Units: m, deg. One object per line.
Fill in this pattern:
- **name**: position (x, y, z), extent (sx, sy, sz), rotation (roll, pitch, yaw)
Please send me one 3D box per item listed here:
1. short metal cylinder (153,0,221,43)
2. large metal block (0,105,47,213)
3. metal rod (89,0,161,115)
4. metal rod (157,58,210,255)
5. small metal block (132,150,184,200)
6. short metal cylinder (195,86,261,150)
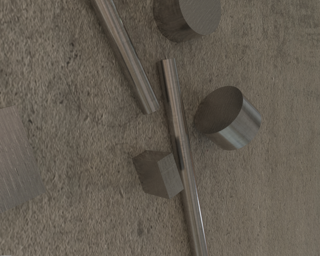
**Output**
- **short metal cylinder**: position (0.037, -0.161, 0.419), extent (0.081, 0.050, 0.080), rotation (0, 90, -40)
- **large metal block**: position (-0.155, 0.031, 0.259), extent (0.081, 0.050, 0.080), rotation (-24, 105, -38)
- **metal rod**: position (-0.069, -0.151, 0.345), extent (0.025, 0.025, 0.299), rotation (-38, 113, -33)
- **metal rod**: position (0.035, 0.055, 0.433), extent (0.025, 0.025, 0.298), rotation (-18, 101, -39)
- **small metal block**: position (-0.003, 0.057, 0.386), extent (0.025, 0.050, 0.050), rotation (-29, 109, -36)
- **short metal cylinder**: position (0.098, -0.014, 0.451), extent (0.050, 0.080, 0.080), rotation (37, 67, -34)
